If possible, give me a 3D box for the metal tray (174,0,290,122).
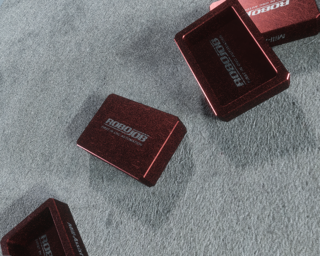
[{"bbox_3d":[0.085,-0.084,0.380,0.090,0.030,0.130,-31,67,15],"label":"metal tray"}]

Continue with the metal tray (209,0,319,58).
[{"bbox_3d":[0.137,-0.150,0.421,0.130,0.030,0.090,-12,57,21],"label":"metal tray"}]

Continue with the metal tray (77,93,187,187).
[{"bbox_3d":[-0.041,0.011,0.415,0.130,0.030,0.090,22,73,36],"label":"metal tray"}]

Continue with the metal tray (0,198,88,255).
[{"bbox_3d":[-0.136,0.162,0.372,0.090,0.030,0.130,-40,51,1],"label":"metal tray"}]
